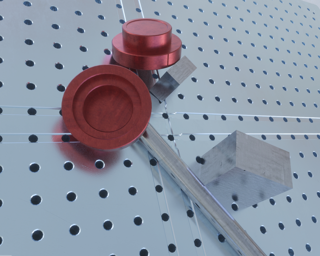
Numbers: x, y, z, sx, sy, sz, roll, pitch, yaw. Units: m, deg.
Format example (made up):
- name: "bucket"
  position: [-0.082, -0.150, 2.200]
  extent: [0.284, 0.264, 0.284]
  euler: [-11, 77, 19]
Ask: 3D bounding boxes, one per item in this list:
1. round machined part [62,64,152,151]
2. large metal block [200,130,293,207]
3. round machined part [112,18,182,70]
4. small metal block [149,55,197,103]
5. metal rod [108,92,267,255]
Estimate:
- name: "round machined part"
  position: [-0.060, -0.021, 0.361]
  extent: [0.099, 0.042, 0.098]
  euler: [1, 78, -5]
- name: "large metal block"
  position: [0.107, 0.055, 0.397]
  extent: [0.080, 0.080, 0.050]
  euler: [22, 54, -16]
- name: "round machined part"
  position: [-0.018, -0.123, 0.435]
  extent: [0.099, 0.042, 0.098]
  euler: [2, 38, -1]
- name: "small metal block"
  position: [0.019, -0.070, 0.444]
  extent: [0.025, 0.050, 0.050]
  euler: [46, 51, -3]
- name: "metal rod"
  position: [0.028, 0.058, 0.387]
  extent: [0.300, 0.025, 0.025]
  euler: [49, 51, 6]
